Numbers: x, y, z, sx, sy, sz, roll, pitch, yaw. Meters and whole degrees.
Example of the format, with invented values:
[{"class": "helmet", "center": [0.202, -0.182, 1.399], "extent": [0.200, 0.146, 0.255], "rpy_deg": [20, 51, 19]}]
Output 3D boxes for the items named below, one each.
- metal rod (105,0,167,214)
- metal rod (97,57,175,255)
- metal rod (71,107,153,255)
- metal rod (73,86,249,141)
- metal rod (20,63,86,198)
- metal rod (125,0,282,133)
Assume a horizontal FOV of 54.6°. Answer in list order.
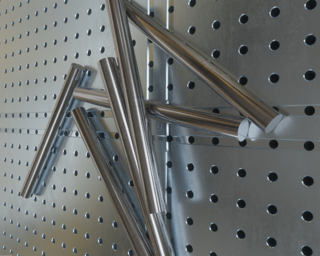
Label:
[{"class": "metal rod", "center": [-0.034, -0.042, 0.404], "extent": [0.025, 0.025, 0.299], "rpy_deg": [-20, 77, 38]}, {"class": "metal rod", "center": [-0.030, 0.049, 0.413], "extent": [0.025, 0.025, 0.299], "rpy_deg": [-22, 83, 38]}, {"class": "metal rod", "center": [-0.069, 0.091, 0.467], "extent": [0.025, 0.025, 0.299], "rpy_deg": [-45, 63, 31]}, {"class": "metal rod", "center": [-0.023, -0.028, 0.429], "extent": [0.300, 0.025, 0.025], "rpy_deg": [15, 100, 39]}, {"class": "metal rod", "center": [-0.206, 0.016, 0.581], "extent": [0.025, 0.025, 0.298], "rpy_deg": [44, 116, 31]}, {"class": "metal rod", "center": [0.025, -0.097, 0.389], "extent": [0.300, 0.025, 0.025], "rpy_deg": [46, 117, 30]}]
